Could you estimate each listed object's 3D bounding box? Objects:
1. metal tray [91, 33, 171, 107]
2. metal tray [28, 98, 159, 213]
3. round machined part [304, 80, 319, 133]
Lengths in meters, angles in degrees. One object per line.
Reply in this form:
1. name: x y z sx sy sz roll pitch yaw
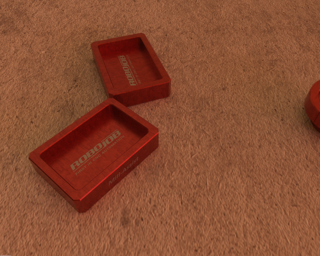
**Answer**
1. metal tray: -0.047 -0.092 0.476 0.091 0.030 0.130 -15 52 -13
2. metal tray: -0.076 0.026 0.376 0.090 0.030 0.131 34 58 25
3. round machined part: 0.243 -0.021 0.413 0.099 0.042 0.098 0 50 0
